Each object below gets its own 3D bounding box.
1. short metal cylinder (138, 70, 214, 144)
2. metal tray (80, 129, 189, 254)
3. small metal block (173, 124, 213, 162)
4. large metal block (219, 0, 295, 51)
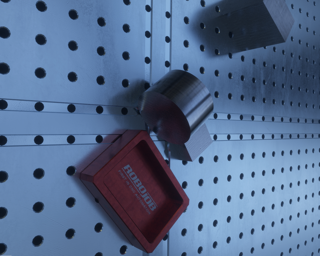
[{"bbox_3d":[0.019,-0.026,0.390,0.050,0.080,0.080,-45,117,-31],"label":"short metal cylinder"},{"bbox_3d":[-0.025,0.077,0.385,0.090,0.030,0.130,-45,117,-30],"label":"metal tray"},{"bbox_3d":[0.044,0.013,0.446,0.050,0.025,0.050,-39,114,-33],"label":"small metal block"},{"bbox_3d":[0.158,-0.179,0.506,0.080,0.080,0.050,44,64,-31],"label":"large metal block"}]
